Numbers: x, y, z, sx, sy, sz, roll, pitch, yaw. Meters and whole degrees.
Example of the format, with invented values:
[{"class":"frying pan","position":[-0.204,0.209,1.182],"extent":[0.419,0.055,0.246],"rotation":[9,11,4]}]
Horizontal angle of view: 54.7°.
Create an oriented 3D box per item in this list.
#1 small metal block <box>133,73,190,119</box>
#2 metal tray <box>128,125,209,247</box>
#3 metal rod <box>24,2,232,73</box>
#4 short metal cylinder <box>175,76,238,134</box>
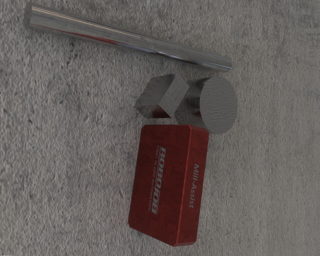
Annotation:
[{"class":"small metal block","position":[0.002,-0.039,0.390],"extent":[0.025,0.050,0.050],"rotation":[45,63,-31]},{"class":"metal tray","position":[0.008,0.062,0.368],"extent":[0.030,0.090,0.129],"rotation":[13,82,-39]},{"class":"metal rod","position":[-0.011,-0.104,0.394],"extent":[0.302,0.025,0.025],"rotation":[2,89,-40]},{"class":"short metal cylinder","position":[0.066,-0.032,0.443],"extent":[0.081,0.050,0.080],"rotation":[0,90,-40]}]
